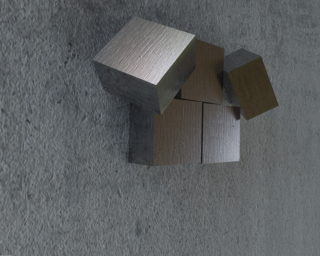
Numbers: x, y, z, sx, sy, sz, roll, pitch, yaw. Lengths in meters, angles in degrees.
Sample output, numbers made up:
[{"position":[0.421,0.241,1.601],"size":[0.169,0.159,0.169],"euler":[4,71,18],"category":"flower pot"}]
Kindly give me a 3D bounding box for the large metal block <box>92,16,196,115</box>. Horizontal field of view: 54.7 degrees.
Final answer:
[{"position":[-0.014,-0.072,0.351],"size":[0.080,0.080,0.050],"euler":[-55,157,-26],"category":"large metal block"}]

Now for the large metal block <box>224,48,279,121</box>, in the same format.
[{"position":[0.129,-0.069,0.473],"size":[0.050,0.080,0.080],"euler":[-26,112,6],"category":"large metal block"}]

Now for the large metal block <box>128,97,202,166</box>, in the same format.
[{"position":[0.008,0.005,0.398],"size":[0.081,0.050,0.079],"euler":[2,89,-40],"category":"large metal block"}]

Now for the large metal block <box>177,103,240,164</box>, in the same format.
[{"position":[0.071,0.008,0.449],"size":[0.081,0.050,0.079],"euler":[2,89,-40],"category":"large metal block"}]

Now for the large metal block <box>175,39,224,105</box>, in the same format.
[{"position":[0.042,-0.075,0.428],"size":[0.081,0.050,0.080],"euler":[4,88,-40],"category":"large metal block"}]
